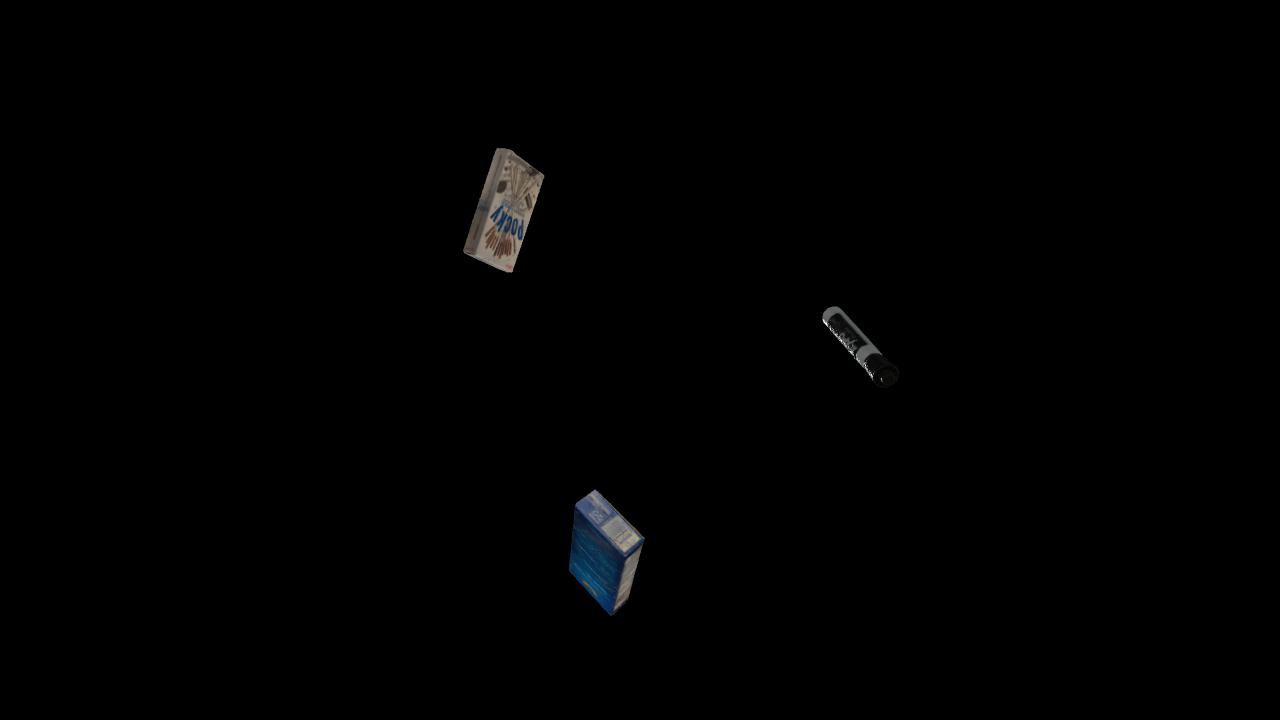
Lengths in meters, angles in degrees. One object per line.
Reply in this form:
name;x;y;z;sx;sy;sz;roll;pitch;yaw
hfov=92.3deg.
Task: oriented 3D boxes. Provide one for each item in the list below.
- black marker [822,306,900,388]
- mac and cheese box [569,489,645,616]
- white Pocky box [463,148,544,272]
black marker;0.172;-0.012;0.485;0.020;0.020;0.121;0;26;-3
mac and cheese box;-0.048;0.257;0.810;0.093;0.184;0.041;38;52;24
white Pocky box;-0.191;-0.209;0.870;0.028;0.154;0.084;16;-2;29
